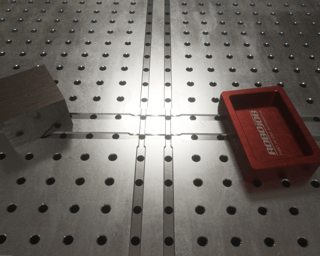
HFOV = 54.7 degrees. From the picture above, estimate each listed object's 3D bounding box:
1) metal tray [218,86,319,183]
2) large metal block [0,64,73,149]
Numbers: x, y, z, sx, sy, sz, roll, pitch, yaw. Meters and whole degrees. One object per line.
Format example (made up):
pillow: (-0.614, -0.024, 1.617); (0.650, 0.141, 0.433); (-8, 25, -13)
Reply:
metal tray: (0.137, 0.003, 0.403); (0.091, 0.030, 0.130); (-7, 50, -6)
large metal block: (-0.175, -0.031, 0.415); (0.081, 0.050, 0.080); (-25, 55, -20)
